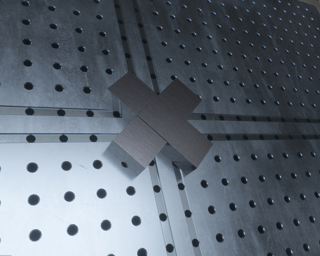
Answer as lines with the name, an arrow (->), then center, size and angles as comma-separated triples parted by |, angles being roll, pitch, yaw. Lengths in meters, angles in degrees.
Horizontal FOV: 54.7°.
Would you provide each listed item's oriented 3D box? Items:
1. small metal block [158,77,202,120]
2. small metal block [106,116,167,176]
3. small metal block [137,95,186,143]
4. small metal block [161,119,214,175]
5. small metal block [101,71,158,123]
small metal block -> 0.025, -0.037, 0.445 | 0.050, 0.025, 0.050 | 42, 51, 0
small metal block -> -0.028, 0.021, 0.381 | 0.050, 0.025, 0.050 | 42, 51, 0
small metal block -> -0.002, -0.008, 0.412 | 0.050, 0.025, 0.050 | 42, 51, 0
small metal block -> 0.036, 0.025, 0.413 | 0.050, 0.025, 0.050 | 42, 51, 0
small metal block -> -0.040, -0.041, 0.413 | 0.050, 0.025, 0.050 | 42, 51, 0
